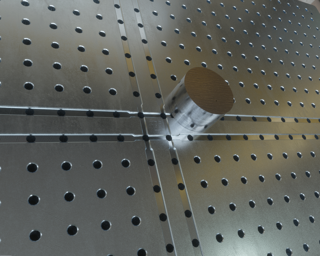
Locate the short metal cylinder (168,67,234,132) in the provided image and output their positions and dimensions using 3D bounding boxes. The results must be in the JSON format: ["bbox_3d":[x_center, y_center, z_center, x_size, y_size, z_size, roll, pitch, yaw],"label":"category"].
[{"bbox_3d":[0.059,-0.041,0.451,0.081,0.050,0.080,14,56,-21],"label":"short metal cylinder"}]
